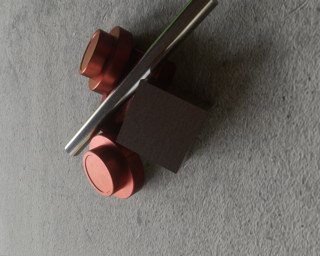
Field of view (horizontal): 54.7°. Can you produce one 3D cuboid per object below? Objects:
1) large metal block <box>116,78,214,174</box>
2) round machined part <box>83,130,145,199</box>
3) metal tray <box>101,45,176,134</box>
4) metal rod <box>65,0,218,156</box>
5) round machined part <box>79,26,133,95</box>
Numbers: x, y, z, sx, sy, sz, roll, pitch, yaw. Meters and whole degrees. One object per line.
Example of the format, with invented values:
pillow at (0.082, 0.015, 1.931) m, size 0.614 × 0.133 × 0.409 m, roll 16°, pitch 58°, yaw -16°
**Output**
large metal block at (0.006, -0.006, 0.366) m, size 0.080 × 0.050 × 0.079 m, roll 27°, pitch 108°, yaw 11°
round machined part at (-0.070, 0.055, 0.431) m, size 0.098 × 0.042 × 0.097 m, roll 24°, pitch 127°, yaw 37°
metal tray at (-0.038, -0.043, 0.435) m, size 0.090 × 0.030 × 0.129 m, roll 31°, pitch 109°, yaw 35°
metal rod at (-0.042, -0.053, 0.402) m, size 0.299 × 0.025 × 0.025 m, roll -42°, pitch 65°, yaw 31°
round machined part at (-0.080, -0.099, 0.435) m, size 0.098 × 0.042 × 0.098 m, roll -41°, pitch 37°, yaw 42°
